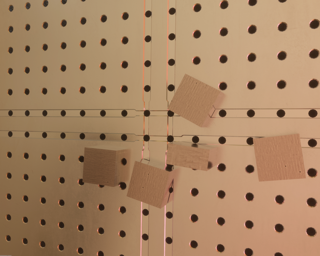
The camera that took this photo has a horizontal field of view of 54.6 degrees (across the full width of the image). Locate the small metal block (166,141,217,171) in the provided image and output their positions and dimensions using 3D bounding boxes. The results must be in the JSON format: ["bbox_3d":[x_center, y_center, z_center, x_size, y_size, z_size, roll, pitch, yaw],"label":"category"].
[{"bbox_3d":[0.040,0.034,0.385,0.050,0.050,0.025,8,93,20],"label":"small metal block"}]

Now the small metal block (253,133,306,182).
[{"bbox_3d":[0.139,0.034,0.364,0.050,0.025,0.050,-8,87,20],"label":"small metal block"}]

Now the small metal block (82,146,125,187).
[{"bbox_3d":[-0.080,0.054,0.442,0.050,0.025,0.050,4,92,20],"label":"small metal block"}]

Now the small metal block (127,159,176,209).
[{"bbox_3d":[-0.012,0.074,0.417,0.050,0.025,0.050,15,95,19],"label":"small metal block"}]

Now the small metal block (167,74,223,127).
[{"bbox_3d":[0.046,-0.035,0.397,0.050,0.025,0.050,30,100,17],"label":"small metal block"}]
